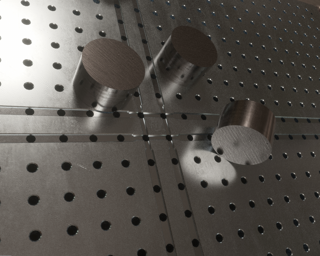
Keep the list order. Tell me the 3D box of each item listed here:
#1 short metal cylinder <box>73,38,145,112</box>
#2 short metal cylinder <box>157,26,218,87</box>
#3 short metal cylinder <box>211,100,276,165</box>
[{"bbox_3d":[-0.066,-0.068,0.399,0.081,0.050,0.080,14,56,-21],"label":"short metal cylinder"},{"bbox_3d":[0.042,-0.112,0.485,0.081,0.050,0.080,14,56,-21],"label":"short metal cylinder"},{"bbox_3d":[0.118,0.007,0.434,0.080,0.080,0.050,32,51,-8],"label":"short metal cylinder"}]
